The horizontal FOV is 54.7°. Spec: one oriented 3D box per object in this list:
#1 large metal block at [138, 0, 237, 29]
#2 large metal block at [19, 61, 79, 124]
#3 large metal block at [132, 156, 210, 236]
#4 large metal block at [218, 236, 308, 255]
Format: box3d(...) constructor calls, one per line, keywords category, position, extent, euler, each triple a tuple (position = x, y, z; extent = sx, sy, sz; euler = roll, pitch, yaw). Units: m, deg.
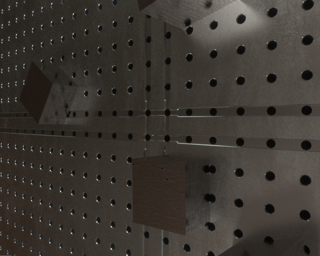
box3d(category="large metal block", position=(0.029, -0.161, 0.348), extent=(0.080, 0.081, 0.050), euler=(-17, 79, 38))
box3d(category="large metal block", position=(-0.200, -0.062, 0.555), extent=(0.080, 0.050, 0.079), euler=(42, 115, 31))
box3d(category="large metal block", position=(0.013, 0.078, 0.381), extent=(0.080, 0.050, 0.079), euler=(-1, 89, 39))
box3d(category="large metal block", position=(0.093, 0.146, 0.296), extent=(0.080, 0.081, 0.050), euler=(-26, 74, 37))
